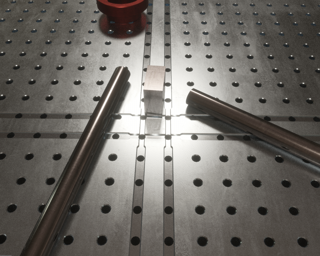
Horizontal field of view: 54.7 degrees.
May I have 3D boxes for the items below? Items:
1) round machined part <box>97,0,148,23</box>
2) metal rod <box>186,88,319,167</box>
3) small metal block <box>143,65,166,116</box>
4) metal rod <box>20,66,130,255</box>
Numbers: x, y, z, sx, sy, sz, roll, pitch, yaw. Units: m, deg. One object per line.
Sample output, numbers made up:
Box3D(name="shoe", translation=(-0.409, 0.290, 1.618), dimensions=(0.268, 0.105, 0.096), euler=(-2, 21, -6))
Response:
Box3D(name="round machined part", translation=(-0.071, -0.238, 0.596), dimensions=(0.099, 0.042, 0.098), euler=(0, 50, 0))
Box3D(name="metal rod", translation=(0.169, 0.019, 0.393), dimensions=(0.301, 0.025, 0.025), euler=(27, 55, 21))
Box3D(name="small metal block", translation=(-0.007, -0.052, 0.435), dimensions=(0.025, 0.050, 0.050), euler=(4, 50, 3))
Box3D(name="metal rod", translation=(-0.092, 0.026, 0.384), dimensions=(0.025, 0.025, 0.300), euler=(10, 51, 8))
